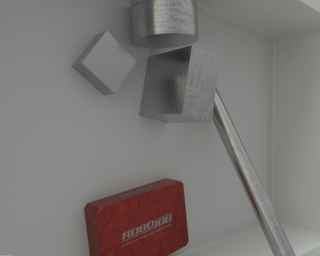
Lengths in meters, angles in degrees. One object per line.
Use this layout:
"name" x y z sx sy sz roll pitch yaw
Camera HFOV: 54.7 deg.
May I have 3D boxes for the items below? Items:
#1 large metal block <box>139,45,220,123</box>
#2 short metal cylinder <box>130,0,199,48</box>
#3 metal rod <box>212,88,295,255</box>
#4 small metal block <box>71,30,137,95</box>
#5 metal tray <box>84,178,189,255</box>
"large metal block" 0.023 -0.050 0.392 0.050 0.080 0.080 14 81 -40
"short metal cylinder" 0.006 -0.131 0.377 0.081 0.080 0.050 -6 94 -40
"metal rod" 0.124 0.071 0.429 0.025 0.025 0.299 -7 68 -40
"small metal block" -0.063 -0.074 0.355 0.050 0.025 0.050 44 63 -31
"metal tray" -0.023 0.122 0.386 0.131 0.030 0.089 -10 97 -40
